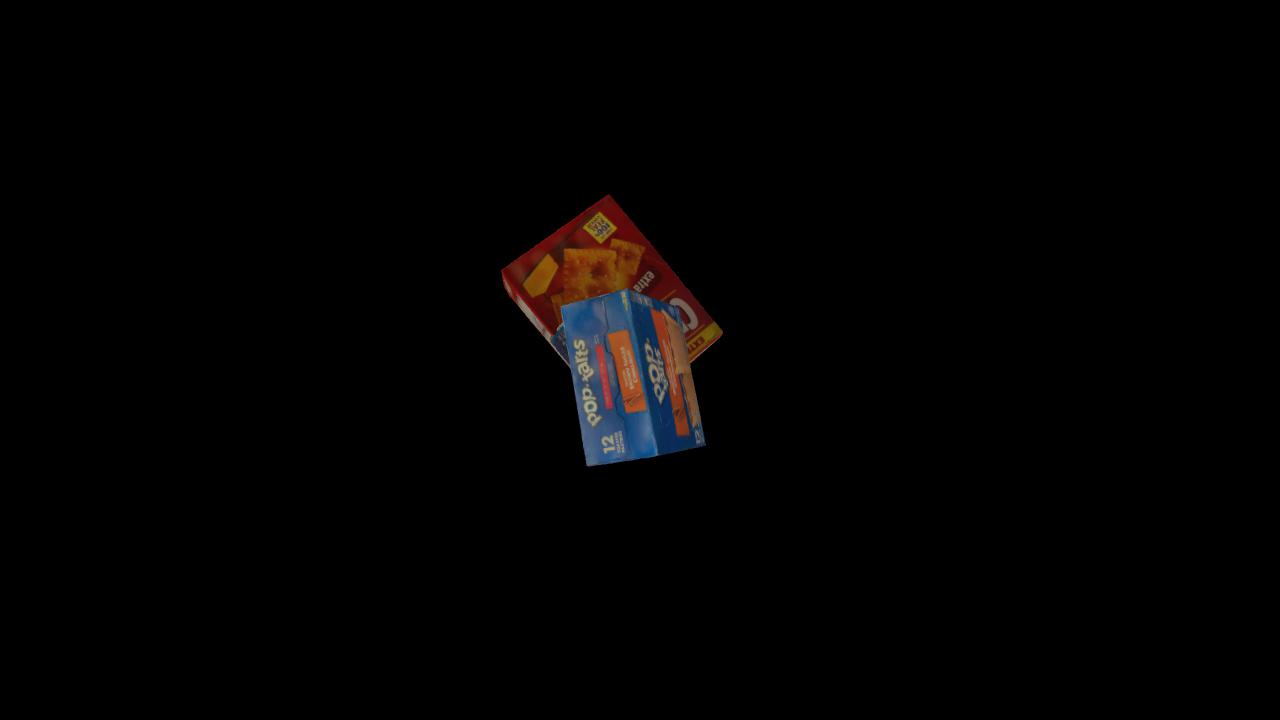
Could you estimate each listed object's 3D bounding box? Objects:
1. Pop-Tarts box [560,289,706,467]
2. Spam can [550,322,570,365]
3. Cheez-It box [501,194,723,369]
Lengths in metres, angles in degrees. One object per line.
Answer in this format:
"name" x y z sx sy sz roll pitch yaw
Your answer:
"Pop-Tarts box" -0.003 0.021 0.661 0.083 0.167 0.141 -15 -10 24
"Spam can" -0.046 -0.003 0.722 0.085 0.058 0.101 47 9 26
"Cheez-It box" -0.035 -0.061 0.744 0.166 0.223 0.071 -38 -4 -13
